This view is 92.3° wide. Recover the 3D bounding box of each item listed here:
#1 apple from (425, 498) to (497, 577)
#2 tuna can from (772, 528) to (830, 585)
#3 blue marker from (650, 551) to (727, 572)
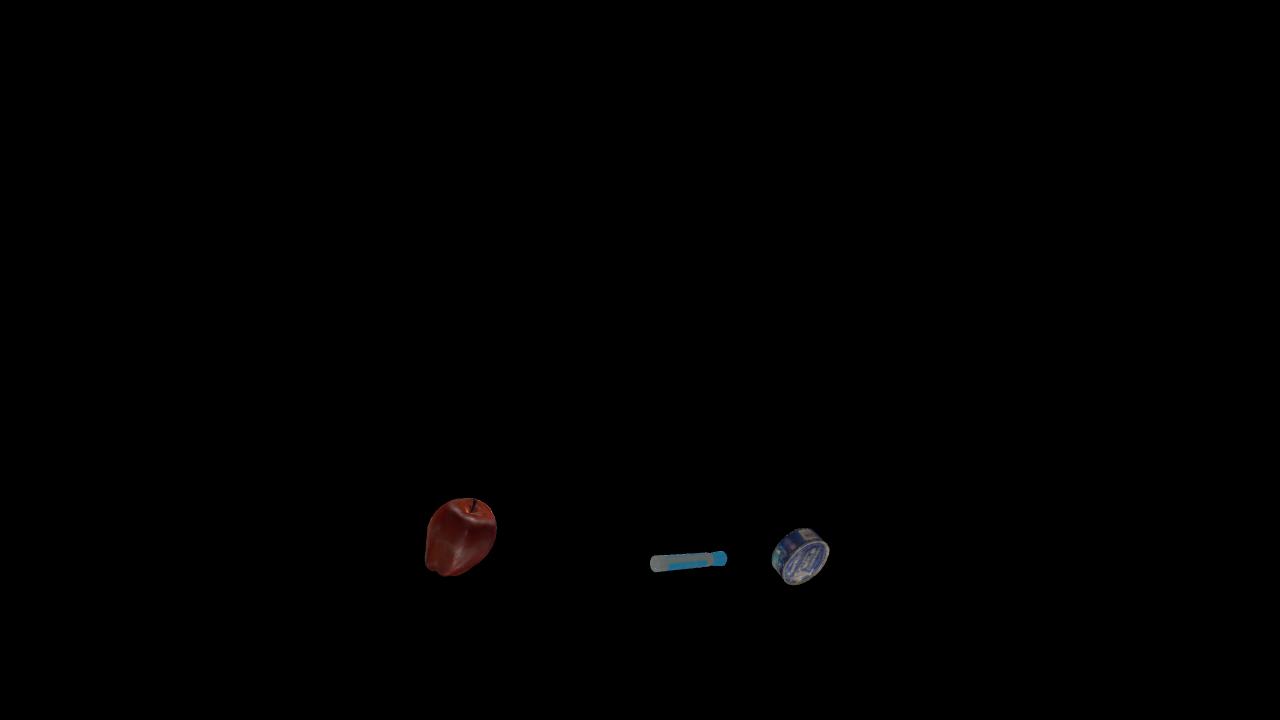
[{"bbox_3d":[-0.210,0.205,0.720,0.079,0.093,0.079,27,5,-2],"label":"apple"},{"bbox_3d":[0.239,0.293,0.919,0.084,0.084,0.034,0,27,-29],"label":"tuna can"},{"bbox_3d":[0.064,0.249,0.761,0.121,0.020,0.020,11,-7,-38],"label":"blue marker"}]
